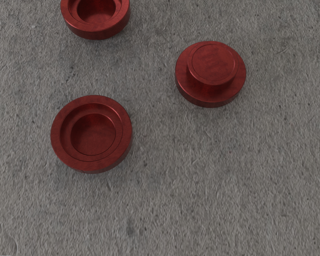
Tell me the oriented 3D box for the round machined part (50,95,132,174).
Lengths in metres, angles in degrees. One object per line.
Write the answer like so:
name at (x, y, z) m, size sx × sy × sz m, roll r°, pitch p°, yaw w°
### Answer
round machined part at (-0.083, 0.011, 0.394) m, size 0.099 × 0.042 × 0.098 m, roll 0°, pitch 70°, yaw 0°

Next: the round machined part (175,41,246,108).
round machined part at (0.071, -0.081, 0.429) m, size 0.099 × 0.042 × 0.098 m, roll 0°, pitch 70°, yaw 0°

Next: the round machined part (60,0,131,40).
round machined part at (-0.093, -0.171, 0.461) m, size 0.099 × 0.042 × 0.098 m, roll 0°, pitch 70°, yaw 0°
